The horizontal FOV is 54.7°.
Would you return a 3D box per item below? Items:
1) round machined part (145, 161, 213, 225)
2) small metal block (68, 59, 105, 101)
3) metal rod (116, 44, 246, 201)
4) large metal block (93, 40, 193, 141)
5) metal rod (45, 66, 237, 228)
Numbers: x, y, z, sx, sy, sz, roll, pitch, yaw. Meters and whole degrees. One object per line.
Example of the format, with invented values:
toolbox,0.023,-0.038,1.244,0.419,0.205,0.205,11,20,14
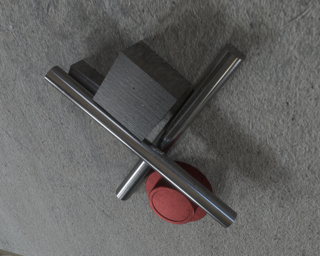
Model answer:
round machined part,0.023,0.099,0.444,0.098,0.042,0.097,13,124,20
small metal block,-0.101,-0.057,0.426,0.050,0.025,0.050,37,129,3
metal rod,0.009,0.014,0.413,0.025,0.025,0.298,38,129,2
large metal block,-0.022,-0.045,0.376,0.080,0.050,0.080,41,129,0
metal rod,-0.025,0.024,0.402,0.300,0.025,0.025,39,129,1
